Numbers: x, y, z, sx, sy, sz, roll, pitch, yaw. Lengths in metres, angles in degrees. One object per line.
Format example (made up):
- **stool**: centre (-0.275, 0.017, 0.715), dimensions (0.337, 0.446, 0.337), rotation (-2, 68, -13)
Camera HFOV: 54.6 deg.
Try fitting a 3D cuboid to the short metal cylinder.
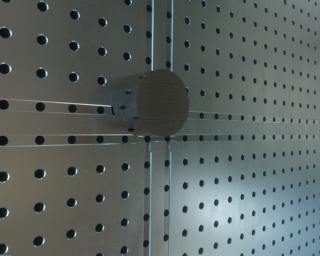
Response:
- **short metal cylinder**: centre (-0.010, -0.029, 0.383), dimensions (0.081, 0.050, 0.080), rotation (0, 90, -40)
